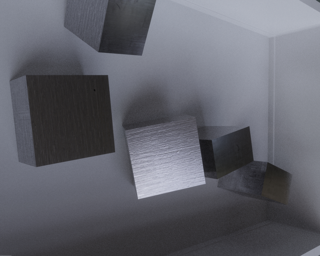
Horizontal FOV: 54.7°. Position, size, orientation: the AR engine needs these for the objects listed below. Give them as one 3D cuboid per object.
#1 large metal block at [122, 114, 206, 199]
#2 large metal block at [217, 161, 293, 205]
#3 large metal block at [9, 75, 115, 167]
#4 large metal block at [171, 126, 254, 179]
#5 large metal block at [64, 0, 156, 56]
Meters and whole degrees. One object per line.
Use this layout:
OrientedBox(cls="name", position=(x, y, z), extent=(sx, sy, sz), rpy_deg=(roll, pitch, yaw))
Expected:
OrientedBox(cls="large metal block", position=(0.003, 0.031, 0.373), extent=(0.081, 0.050, 0.079), rpy_deg=(-11, 98, -10))
OrientedBox(cls="large metal block", position=(0.155, 0.086, 0.504), extent=(0.080, 0.080, 0.050), rpy_deg=(24, 75, -38))
OrientedBox(cls="large metal block", position=(-0.096, -0.010, 0.311), extent=(0.081, 0.050, 0.079), rpy_deg=(-8, 96, -40))
OrientedBox(cls="large metal block", position=(0.071, 0.030, 0.433), extent=(0.081, 0.080, 0.050), rpy_deg=(-16, 101, -39))
OrientedBox(cls="large metal block", position=(-0.051, -0.126, 0.310), extent=(0.050, 0.080, 0.079), rpy_deg=(-7, 125, -40))
